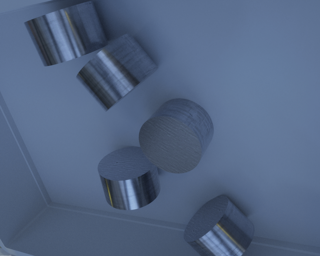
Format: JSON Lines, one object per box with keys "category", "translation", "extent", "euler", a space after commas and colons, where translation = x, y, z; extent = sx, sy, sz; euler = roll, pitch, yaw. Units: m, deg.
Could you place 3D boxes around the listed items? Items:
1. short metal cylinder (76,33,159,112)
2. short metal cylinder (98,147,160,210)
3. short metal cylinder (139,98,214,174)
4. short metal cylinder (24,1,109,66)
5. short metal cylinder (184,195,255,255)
{"category": "short metal cylinder", "translation": [-0.048, -0.063, 0.358], "extent": [0.080, 0.080, 0.050], "euler": [-34, 99, 38]}
{"category": "short metal cylinder", "translation": [-0.042, 0.069, 0.436], "extent": [0.080, 0.080, 0.050], "euler": [6, 121, 25]}
{"category": "short metal cylinder", "translation": [0.021, 0.010, 0.386], "extent": [0.080, 0.050, 0.079], "euler": [13, 124, 20]}
{"category": "short metal cylinder", "translation": [-0.107, -0.110, 0.360], "extent": [0.080, 0.080, 0.050], "euler": [-5, 116, 30]}
{"category": "short metal cylinder", "translation": [0.078, 0.138, 0.416], "extent": [0.050, 0.080, 0.080], "euler": [46, 129, -4]}
